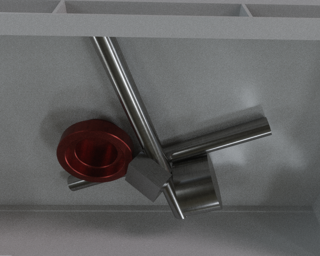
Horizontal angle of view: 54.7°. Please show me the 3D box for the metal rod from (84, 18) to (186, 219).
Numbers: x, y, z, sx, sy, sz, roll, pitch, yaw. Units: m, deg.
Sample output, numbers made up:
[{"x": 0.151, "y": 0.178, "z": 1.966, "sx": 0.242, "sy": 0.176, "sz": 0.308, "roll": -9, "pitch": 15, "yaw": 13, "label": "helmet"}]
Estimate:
[{"x": -0.016, "y": 0.011, "z": 0.393, "sx": 0.025, "sy": 0.025, "sz": 0.299, "roll": -15, "pitch": 122, "yaw": 12, "label": "metal rod"}]

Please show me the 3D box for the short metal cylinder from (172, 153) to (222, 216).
[{"x": 0.054, "y": 0.080, "z": 0.440, "sx": 0.050, "sy": 0.080, "sz": 0.080, "roll": -15, "pitch": 129, "yaw": 12, "label": "short metal cylinder"}]

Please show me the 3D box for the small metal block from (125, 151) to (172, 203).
[{"x": -0.017, "y": 0.065, "z": 0.409, "sx": 0.050, "sy": 0.025, "sz": 0.050, "roll": 36, "pitch": 147, "yaw": 12, "label": "small metal block"}]

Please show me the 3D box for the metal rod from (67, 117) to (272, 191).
[{"x": 0.004, "y": 0.041, "z": 0.443, "sx": 0.301, "sy": 0.025, "sz": 0.025, "roll": -18, "pitch": 128, "yaw": 14, "label": "metal rod"}]

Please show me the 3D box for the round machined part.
[{"x": -0.084, "y": 0.026, "z": 0.418, "sx": 0.099, "sy": 0.042, "sz": 0.097, "roll": -1, "pitch": 130, "yaw": 0, "label": "round machined part"}]
